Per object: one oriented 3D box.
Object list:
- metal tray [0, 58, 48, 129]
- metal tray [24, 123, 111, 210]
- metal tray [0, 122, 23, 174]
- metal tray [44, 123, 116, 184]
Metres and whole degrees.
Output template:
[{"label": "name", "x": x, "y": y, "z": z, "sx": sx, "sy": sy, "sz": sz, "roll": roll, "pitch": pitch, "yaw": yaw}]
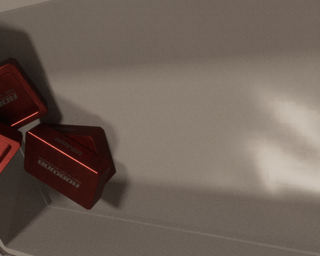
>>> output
[{"label": "metal tray", "x": -0.245, "y": -0.032, "z": 0.448, "sx": 0.131, "sy": 0.030, "sz": 0.090, "roll": -29, "pitch": 125, "yaw": -5}, {"label": "metal tray", "x": -0.146, "y": 0.060, "z": 0.478, "sx": 0.130, "sy": 0.030, "sz": 0.089, "roll": 29, "pitch": 128, "yaw": 9}, {"label": "metal tray", "x": -0.272, "y": 0.042, "z": 0.442, "sx": 0.090, "sy": 0.030, "sz": 0.130, "roll": 33, "pitch": 106, "yaw": -31}, {"label": "metal tray", "x": -0.143, "y": 0.041, "z": 0.503, "sx": 0.130, "sy": 0.030, "sz": 0.089, "roll": 3, "pitch": 120, "yaw": 26}]
